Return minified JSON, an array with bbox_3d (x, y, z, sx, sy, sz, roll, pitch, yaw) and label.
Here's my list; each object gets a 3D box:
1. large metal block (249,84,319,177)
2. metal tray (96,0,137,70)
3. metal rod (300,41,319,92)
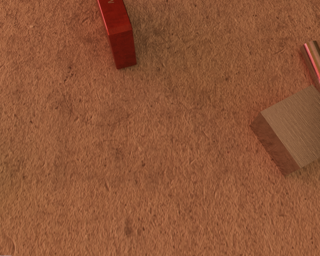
[{"bbox_3d":[0.177,0.004,0.396,0.080,0.050,0.080,-27,73,-10],"label":"large metal block"},{"bbox_3d":[-0.067,-0.159,0.431,0.030,0.090,0.130,-17,71,-6],"label":"metal tray"},{"bbox_3d":[0.249,0.017,0.405,0.025,0.025,0.299,-11,70,-4],"label":"metal rod"}]
